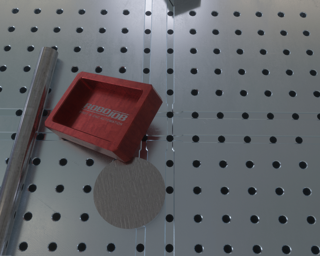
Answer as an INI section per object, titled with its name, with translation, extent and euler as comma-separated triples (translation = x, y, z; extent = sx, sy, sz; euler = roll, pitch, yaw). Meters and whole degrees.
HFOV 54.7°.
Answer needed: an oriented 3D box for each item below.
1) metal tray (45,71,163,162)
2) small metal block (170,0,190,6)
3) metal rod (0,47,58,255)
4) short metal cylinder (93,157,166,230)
[metal tray]
translation = -0.072, -0.019, 0.386
extent = 0.130, 0.030, 0.090
euler = 16, 68, 34
[small metal block]
translation = 0.034, -0.230, 0.496
extent = 0.050, 0.025, 0.050
euler = -24, 72, -9
[metal rod]
translation = -0.177, 0.029, 0.399
extent = 0.025, 0.025, 0.299
euler = 6, 70, 2
[short metal cylinder]
translation = -0.034, 0.079, 0.369
extent = 0.081, 0.050, 0.080
euler = 0, 70, 0
